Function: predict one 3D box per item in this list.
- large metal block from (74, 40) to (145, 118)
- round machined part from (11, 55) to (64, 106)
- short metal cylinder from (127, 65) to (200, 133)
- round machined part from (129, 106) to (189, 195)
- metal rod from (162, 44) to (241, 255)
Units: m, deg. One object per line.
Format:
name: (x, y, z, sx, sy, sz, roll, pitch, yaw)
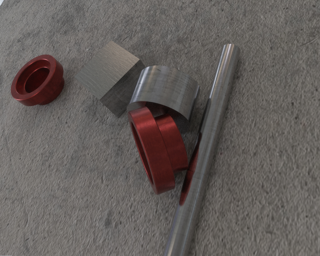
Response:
large metal block: (-0.069, -0.075, 0.470, 0.080, 0.050, 0.080, -46, 51, -4)
round machined part: (-0.212, -0.080, 0.553, 0.098, 0.042, 0.098, -13, 56, 21)
short metal cylinder: (0.005, -0.033, 0.386, 0.080, 0.080, 0.050, 4, 64, 30)
round machined part: (0.000, 0.022, 0.349, 0.042, 0.098, 0.098, -19, 52, -9)
metal rod: (0.051, 0.026, 0.360, 0.025, 0.025, 0.300, 5, 64, 30)
